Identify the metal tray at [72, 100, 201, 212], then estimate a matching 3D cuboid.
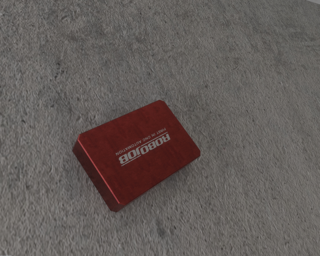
[{"bbox_3d":[-0.024,0.027,0.371,0.131,0.030,0.090,-27,77,-37],"label":"metal tray"}]
